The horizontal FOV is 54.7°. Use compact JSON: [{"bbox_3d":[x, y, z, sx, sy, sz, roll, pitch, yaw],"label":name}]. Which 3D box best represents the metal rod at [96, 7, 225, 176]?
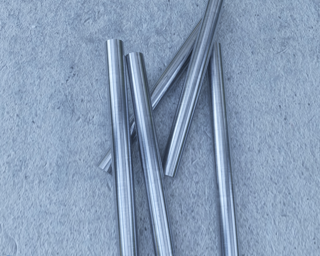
[{"bbox_3d":[0.009,-0.066,0.432,0.025,0.025,0.300,30,73,10],"label":"metal rod"}]

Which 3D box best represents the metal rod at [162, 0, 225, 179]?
[{"bbox_3d":[0.050,-0.080,0.420,0.025,0.025,0.299,15,77,5],"label":"metal rod"}]

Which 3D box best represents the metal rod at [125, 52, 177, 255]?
[{"bbox_3d":[-0.009,0.050,0.371,0.025,0.025,0.299,-9,77,-3],"label":"metal rod"}]

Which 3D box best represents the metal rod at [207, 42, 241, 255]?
[{"bbox_3d":[0.079,0.023,0.400,0.025,0.025,0.299,0,70,0],"label":"metal rod"}]

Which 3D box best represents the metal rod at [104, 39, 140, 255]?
[{"bbox_3d":[-0.045,0.037,0.369,0.025,0.025,0.299,-5,79,-2],"label":"metal rod"}]
